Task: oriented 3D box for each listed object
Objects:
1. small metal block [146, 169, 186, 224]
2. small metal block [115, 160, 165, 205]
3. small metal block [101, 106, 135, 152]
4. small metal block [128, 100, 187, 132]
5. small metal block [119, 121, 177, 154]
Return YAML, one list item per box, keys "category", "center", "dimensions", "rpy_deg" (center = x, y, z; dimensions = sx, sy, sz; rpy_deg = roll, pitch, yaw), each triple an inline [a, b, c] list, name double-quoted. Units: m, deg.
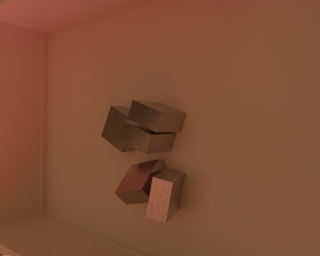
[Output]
- category: "small metal block"
  center: [0.008, 0.081, 0.380]
  dimensions: [0.025, 0.050, 0.050]
  rpy_deg: [12, 98, 20]
- category: "small metal block"
  center: [-0.024, 0.072, 0.408]
  dimensions: [0.050, 0.050, 0.025]
  rpy_deg: [-16, 121, 39]
- category: "small metal block"
  center: [-0.054, 0.001, 0.452]
  dimensions: [0.050, 0.025, 0.050]
  rpy_deg: [32, 110, 35]
- category: "small metal block"
  center: [-0.003, -0.015, 0.393]
  dimensions: [0.050, 0.050, 0.025]
  rpy_deg: [25, 106, 37]
- category: "small metal block"
  center: [-0.016, 0.011, 0.404]
  dimensions: [0.050, 0.050, 0.025]
  rpy_deg: [26, 106, 37]
